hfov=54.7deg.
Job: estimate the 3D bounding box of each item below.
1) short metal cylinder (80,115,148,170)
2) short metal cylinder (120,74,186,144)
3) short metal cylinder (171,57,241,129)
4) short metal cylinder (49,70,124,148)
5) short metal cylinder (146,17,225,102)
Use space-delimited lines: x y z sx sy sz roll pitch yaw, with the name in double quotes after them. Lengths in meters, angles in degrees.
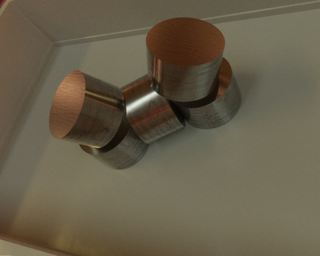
-0.061 0.009 0.412 0.080 0.050 0.080 -13 56 20 "short metal cylinder"
-0.009 -0.027 0.388 0.050 0.080 0.080 -26 53 12 "short metal cylinder"
0.055 -0.046 0.386 0.080 0.050 0.080 -13 56 20 "short metal cylinder"
-0.087 -0.021 0.361 0.080 0.050 0.080 -20 61 42 "short metal cylinder"
0.026 -0.075 0.335 0.081 0.050 0.080 0 53 0 "short metal cylinder"
